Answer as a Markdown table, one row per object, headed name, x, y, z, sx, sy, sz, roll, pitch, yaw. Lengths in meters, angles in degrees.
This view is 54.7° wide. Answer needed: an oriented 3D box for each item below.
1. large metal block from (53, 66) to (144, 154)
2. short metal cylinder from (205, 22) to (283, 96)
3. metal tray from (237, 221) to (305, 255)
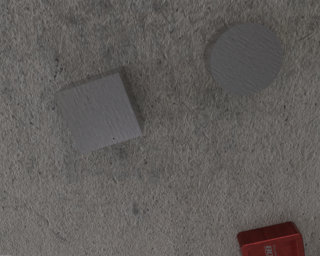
| name | x | y | z | sx | sy | sz | roll | pitch | yaw |
| --- | --- | --- | --- | --- | --- | --- | --- | --- | --- |
| large metal block | -0.072 | -0.023 | 0.387 | 0.080 | 0.050 | 0.080 | -17 | 109 | 6 |
| short metal cylinder | 0.096 | -0.083 | 0.367 | 0.081 | 0.050 | 0.079 | 0 | 110 | 0 |
| metal tray | 0.179 | 0.217 | 0.488 | 0.090 | 0.030 | 0.129 | -14 | 110 | 5 |
